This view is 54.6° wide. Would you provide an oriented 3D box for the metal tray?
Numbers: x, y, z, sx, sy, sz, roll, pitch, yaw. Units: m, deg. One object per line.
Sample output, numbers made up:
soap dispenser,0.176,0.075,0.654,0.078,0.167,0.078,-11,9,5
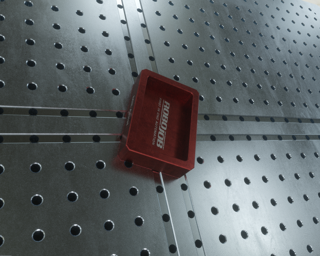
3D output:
metal tray,0.003,-0.009,0.411,0.090,0.030,0.130,20,54,-17
